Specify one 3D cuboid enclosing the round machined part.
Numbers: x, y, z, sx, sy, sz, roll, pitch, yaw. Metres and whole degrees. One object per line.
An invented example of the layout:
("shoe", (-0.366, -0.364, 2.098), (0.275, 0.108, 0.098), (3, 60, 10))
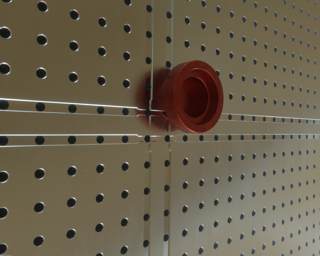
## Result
("round machined part", (0.041, -0.042, 0.431), (0.099, 0.042, 0.097), (0, 90, -40))
